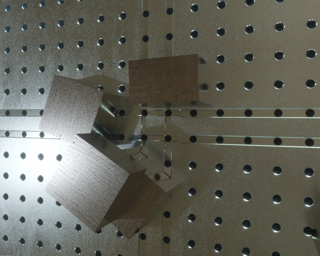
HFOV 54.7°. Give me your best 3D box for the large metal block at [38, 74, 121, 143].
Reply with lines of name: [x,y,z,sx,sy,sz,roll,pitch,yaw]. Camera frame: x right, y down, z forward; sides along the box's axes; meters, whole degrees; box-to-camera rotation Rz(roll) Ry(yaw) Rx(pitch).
large metal block: [-0.112,-0.022,0.438,0.080,0.050,0.080,21,97,18]

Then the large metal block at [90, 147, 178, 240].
large metal block: [-0.037,0.083,0.412,0.080,0.050,0.080,40,102,15]

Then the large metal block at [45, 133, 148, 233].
large metal block: [-0.076,0.061,0.372,0.080,0.050,0.080,34,101,16]

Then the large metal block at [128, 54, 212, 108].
large metal block: [0.016,-0.053,0.377,0.080,0.080,0.050,-1,90,19]

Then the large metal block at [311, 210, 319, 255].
large metal block: [0.207,0.113,0.311,0.080,0.080,0.050,19,96,18]
